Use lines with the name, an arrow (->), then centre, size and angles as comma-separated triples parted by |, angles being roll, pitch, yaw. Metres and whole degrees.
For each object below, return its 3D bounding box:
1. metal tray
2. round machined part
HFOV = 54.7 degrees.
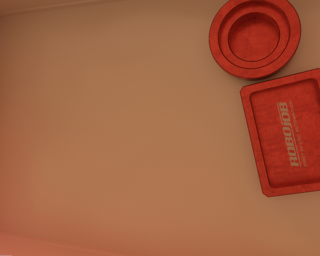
metal tray -> 0.151, 0.007, 0.354 | 0.090, 0.030, 0.129 | -13, 86, 19
round machined part -> 0.110, -0.104, 0.363 | 0.098, 0.042, 0.097 | 0, 90, 19
